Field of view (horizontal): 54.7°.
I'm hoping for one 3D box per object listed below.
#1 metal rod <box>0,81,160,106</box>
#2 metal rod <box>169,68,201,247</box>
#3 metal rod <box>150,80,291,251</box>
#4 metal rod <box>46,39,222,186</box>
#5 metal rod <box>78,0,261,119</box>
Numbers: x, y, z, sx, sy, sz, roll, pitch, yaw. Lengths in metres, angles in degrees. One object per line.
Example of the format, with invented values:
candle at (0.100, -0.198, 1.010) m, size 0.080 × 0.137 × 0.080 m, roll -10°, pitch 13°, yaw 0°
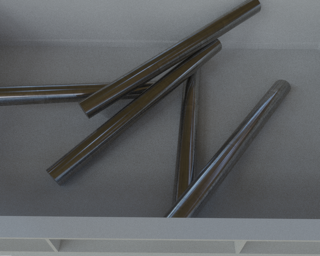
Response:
metal rod at (-0.140, -0.045, 0.406) m, size 0.303 × 0.025 × 0.025 m, roll -5°, pitch 50°, yaw -19°
metal rod at (0.038, 0.000, 0.405) m, size 0.025 × 0.025 × 0.300 m, roll 5°, pitch 50°, yaw 4°
metal rod at (0.091, 0.021, 0.369) m, size 0.025 × 0.025 × 0.302 m, roll 30°, pitch 50°, yaw 22°
metal rod at (-0.019, -0.035, 0.413) m, size 0.025 × 0.025 × 0.301 m, roll 36°, pitch 65°, yaw 26°
metal rod at (0.023, -0.104, 0.432) m, size 0.301 × 0.025 × 0.025 m, roll -34°, pitch 58°, yaw -15°
